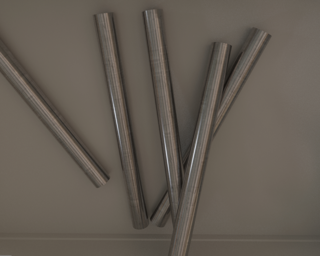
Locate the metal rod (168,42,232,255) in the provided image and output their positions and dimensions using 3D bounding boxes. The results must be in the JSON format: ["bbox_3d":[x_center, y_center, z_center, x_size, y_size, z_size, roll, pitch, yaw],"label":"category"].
[{"bbox_3d":[0.047,0.045,0.389,0.025,0.025,0.298,11,95,-4],"label":"metal rod"}]

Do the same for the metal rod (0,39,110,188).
[{"bbox_3d":[-0.162,-0.041,0.394,0.025,0.025,0.299,-31,107,11],"label":"metal rod"}]

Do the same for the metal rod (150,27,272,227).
[{"bbox_3d":[0.059,0.012,0.416,0.025,0.025,0.298,23,108,-9],"label":"metal rod"}]

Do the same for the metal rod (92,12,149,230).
[{"bbox_3d":[-0.047,0.005,0.412,0.025,0.025,0.298,-7,110,2],"label":"metal rod"}]

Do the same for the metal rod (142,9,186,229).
[{"bbox_3d":[0.012,0.007,0.396,0.025,0.025,0.298,-8,104,3],"label":"metal rod"}]
